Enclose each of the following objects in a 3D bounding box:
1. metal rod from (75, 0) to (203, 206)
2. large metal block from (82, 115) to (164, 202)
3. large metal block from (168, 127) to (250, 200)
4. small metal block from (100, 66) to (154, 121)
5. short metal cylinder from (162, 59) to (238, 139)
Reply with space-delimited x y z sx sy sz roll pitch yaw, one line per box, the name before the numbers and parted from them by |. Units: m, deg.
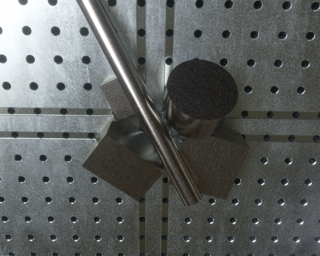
metal rod | -0.028 -0.042 0.365 0.025 0.025 0.299 -27 97 9
large metal block | -0.043 0.034 0.396 0.080 0.080 0.050 35 106 -13
large metal block | 0.061 0.040 0.415 0.080 0.050 0.079 16 109 -7
small metal block | -0.041 -0.044 0.397 0.050 0.025 0.050 -23 109 8
short metal cylinder | 0.045 -0.033 0.365 0.081 0.080 0.050 8 153 -4
